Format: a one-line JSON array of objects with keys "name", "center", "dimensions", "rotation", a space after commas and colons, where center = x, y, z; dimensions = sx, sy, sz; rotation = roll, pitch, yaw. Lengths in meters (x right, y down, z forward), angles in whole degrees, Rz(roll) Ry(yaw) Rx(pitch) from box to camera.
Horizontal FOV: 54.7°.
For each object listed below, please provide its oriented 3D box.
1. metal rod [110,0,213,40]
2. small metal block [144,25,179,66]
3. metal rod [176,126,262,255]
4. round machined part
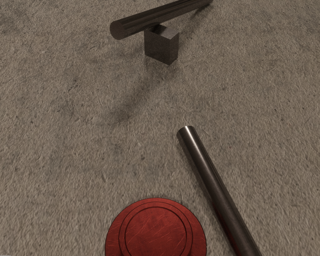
[{"name": "metal rod", "center": [0.021, -0.197, 0.519], "dimensions": [0.025, 0.025, 0.302], "rotation": [26, 39, 20]}, {"name": "small metal block", "center": [0.002, -0.136, 0.502], "dimensions": [0.050, 0.050, 0.025], "rotation": [28, 56, 21]}, {"name": "metal rod", "center": [0.081, 0.114, 0.307], "dimensions": [0.025, 0.025, 0.299], "rotation": [-14, 52, -12]}, {"name": "round machined part", "center": [-0.004, 0.111, 0.299], "dimensions": [0.099, 0.042, 0.098], "rotation": [0, 50, 0]}]
